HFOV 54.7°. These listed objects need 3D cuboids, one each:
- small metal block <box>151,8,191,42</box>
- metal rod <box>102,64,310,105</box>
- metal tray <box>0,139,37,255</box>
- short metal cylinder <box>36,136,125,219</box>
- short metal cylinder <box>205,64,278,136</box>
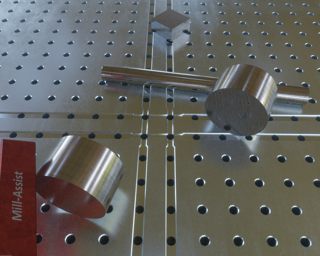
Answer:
[{"bbox_3d":[0.020,-0.189,0.566,0.050,0.025,0.050,36,59,26],"label":"small metal block"},{"bbox_3d":[0.062,-0.066,0.463,0.302,0.025,0.025,8,51,6],"label":"metal rod"},{"bbox_3d":[-0.141,0.086,0.289,0.030,0.089,0.130,8,44,-30],"label":"metal tray"},{"bbox_3d":[-0.084,0.053,0.327,0.080,0.080,0.050,14,52,11],"label":"short metal cylinder"},{"bbox_3d":[0.106,-0.035,0.402,0.080,0.080,0.050,21,53,17],"label":"short metal cylinder"}]
